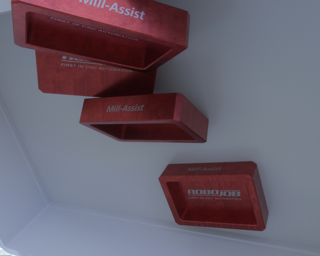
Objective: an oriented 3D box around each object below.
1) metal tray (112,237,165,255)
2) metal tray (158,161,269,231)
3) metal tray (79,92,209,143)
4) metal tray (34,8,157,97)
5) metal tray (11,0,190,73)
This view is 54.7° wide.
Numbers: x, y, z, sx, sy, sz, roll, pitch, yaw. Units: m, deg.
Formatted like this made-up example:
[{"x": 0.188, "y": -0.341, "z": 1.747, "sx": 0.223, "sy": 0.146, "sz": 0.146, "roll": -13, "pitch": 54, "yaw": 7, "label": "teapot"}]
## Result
[{"x": -0.028, "y": 0.271, "z": 0.588, "sx": 0.090, "sy": 0.030, "sz": 0.129, "roll": -2, "pitch": 118, "yaw": 28, "label": "metal tray"}, {"x": 0.072, "y": 0.093, "z": 0.423, "sx": 0.130, "sy": 0.030, "sz": 0.090, "roll": -6, "pitch": 116, "yaw": 30, "label": "metal tray"}, {"x": -0.018, "y": -0.008, "z": 0.373, "sx": 0.130, "sy": 0.030, "sz": 0.090, "roll": -1, "pitch": 163, "yaw": 28, "label": "metal tray"}, {"x": -0.069, "y": -0.080, "z": 0.350, "sx": 0.131, "sy": 0.030, "sz": 0.089, "roll": 4, "pitch": 127, "yaw": -10, "label": "metal tray"}, {"x": -0.052, "y": -0.084, "z": 0.265, "sx": 0.090, "sy": 0.131, "sz": 0.030, "roll": 168, "pitch": 108, "yaw": -66, "label": "metal tray"}]
